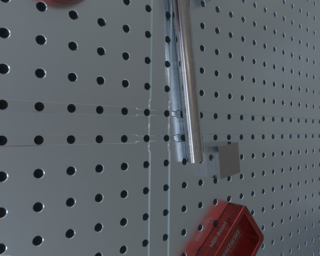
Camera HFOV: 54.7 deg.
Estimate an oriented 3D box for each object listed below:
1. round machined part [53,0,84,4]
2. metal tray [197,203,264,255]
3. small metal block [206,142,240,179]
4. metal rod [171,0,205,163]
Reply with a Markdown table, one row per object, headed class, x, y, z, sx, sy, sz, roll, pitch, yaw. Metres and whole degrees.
| class | x | y | z | sx | sy | sz | roll | pitch | yaw |
| --- | --- | --- | --- | --- | --- | --- | --- | --- | --- |
| round machined part | -0.096 | -0.184 | 0.317 | 0.099 | 0.042 | 0.097 | 0 | 90 | -40 |
| metal tray | 0.113 | 0.199 | 0.500 | 0.131 | 0.030 | 0.090 | -48 | 119 | -29 |
| small metal block | 0.101 | 0.050 | 0.494 | 0.050 | 0.025 | 0.050 | -9 | 96 | -40 |
| metal rod | 0.037 | -0.099 | 0.439 | 0.025 | 0.025 | 0.298 | -10 | 97 | -40 |
